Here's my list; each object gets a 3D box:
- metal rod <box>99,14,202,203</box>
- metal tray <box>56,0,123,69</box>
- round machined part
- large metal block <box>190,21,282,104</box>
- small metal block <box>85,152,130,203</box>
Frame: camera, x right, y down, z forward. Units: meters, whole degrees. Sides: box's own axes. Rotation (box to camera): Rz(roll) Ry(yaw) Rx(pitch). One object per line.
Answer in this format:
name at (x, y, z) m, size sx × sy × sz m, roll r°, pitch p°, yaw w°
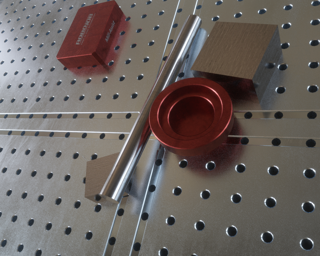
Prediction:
metal rod at (-0.002, -0.043, 0.417) m, size 0.025 × 0.025 × 0.300 m, roll 8°, pitch 60°, yaw 31°
metal tray at (-0.129, -0.175, 0.578) m, size 0.090 × 0.030 × 0.130 m, roll 1°, pitch 62°, yaw 28°
round machined part at (0.040, -0.010, 0.376) m, size 0.098 × 0.042 × 0.098 m, roll -8°, pitch 59°, yaw 15°
large metal block at (0.098, -0.085, 0.392) m, size 0.080 × 0.050 × 0.080 m, roll 17°, pitch 70°, yaw 34°
small metal block at (-0.068, 0.065, 0.403) m, size 0.050 × 0.025 × 0.050 m, roll -17°, pitch 55°, yaw 18°
